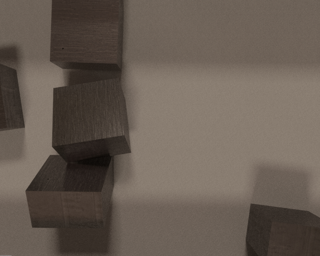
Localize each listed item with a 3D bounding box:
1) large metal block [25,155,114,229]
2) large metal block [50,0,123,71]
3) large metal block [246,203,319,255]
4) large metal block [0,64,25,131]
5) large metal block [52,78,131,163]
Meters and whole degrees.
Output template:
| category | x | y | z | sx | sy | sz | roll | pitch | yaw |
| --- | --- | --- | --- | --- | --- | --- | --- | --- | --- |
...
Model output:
| category | x | y | z | sx | sy | sz | roll | pitch | yaw |
| --- | --- | --- | --- | --- | --- | --- | --- | --- | --- |
| large metal block | -0.103 | 0.074 | 0.376 | 0.081 | 0.080 | 0.050 | 1 | 114 | -1 |
| large metal block | -0.091 | -0.119 | 0.398 | 0.081 | 0.050 | 0.079 | 2 | 90 | -1 |
| large metal block | 0.161 | 0.134 | 0.386 | 0.081 | 0.080 | 0.050 | 8 | 90 | -1 |
| large metal block | -0.229 | -0.034 | 0.396 | 0.081 | 0.050 | 0.080 | -8 | 90 | -1 |
| large metal block | -0.083 | -0.009 | 0.382 | 0.081 | 0.050 | 0.080 | -9 | 62 | -1 |
